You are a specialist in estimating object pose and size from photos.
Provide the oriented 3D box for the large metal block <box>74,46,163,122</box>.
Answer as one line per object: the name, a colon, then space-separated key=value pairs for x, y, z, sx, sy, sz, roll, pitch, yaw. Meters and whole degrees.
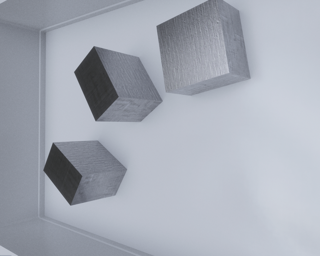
large metal block: x=-0.055 y=-0.055 z=0.414 sx=0.050 sy=0.081 sz=0.080 roll=-41 pitch=65 yaw=32

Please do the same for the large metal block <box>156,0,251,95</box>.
large metal block: x=0.048 y=-0.086 z=0.350 sx=0.080 sy=0.050 sz=0.080 roll=-13 pitch=82 yaw=39

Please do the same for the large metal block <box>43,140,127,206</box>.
large metal block: x=-0.111 y=0.062 z=0.460 sx=0.080 sy=0.081 sz=0.050 roll=38 pitch=113 yaw=33
